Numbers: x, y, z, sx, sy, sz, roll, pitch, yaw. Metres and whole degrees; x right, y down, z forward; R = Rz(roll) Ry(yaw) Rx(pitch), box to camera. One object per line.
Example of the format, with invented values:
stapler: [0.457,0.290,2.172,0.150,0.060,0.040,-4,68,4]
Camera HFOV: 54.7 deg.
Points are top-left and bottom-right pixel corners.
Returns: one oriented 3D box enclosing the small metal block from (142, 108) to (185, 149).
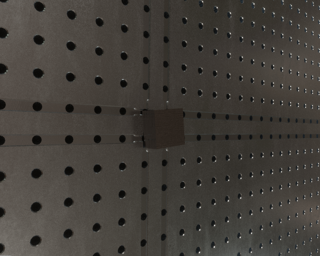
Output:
small metal block: [0.005,0.000,0.416,0.050,0.025,0.050,-7,94,-40]
